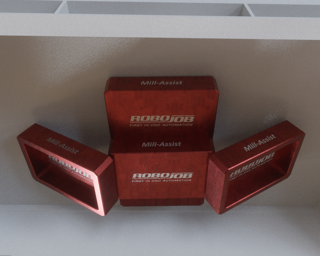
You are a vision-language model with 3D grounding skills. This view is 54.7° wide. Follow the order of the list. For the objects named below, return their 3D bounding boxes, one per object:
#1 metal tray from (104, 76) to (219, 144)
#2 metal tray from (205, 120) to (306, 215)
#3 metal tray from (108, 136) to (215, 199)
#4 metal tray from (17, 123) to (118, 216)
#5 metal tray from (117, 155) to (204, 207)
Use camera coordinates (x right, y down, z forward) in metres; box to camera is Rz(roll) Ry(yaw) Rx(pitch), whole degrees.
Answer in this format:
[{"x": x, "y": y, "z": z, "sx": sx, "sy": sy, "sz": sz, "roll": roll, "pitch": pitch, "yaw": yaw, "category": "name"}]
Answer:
[{"x": 0.002, "y": -0.018, "z": 0.387, "sx": 0.131, "sy": 0.030, "sz": 0.089, "roll": -1, "pitch": 130, "yaw": 0, "category": "metal tray"}, {"x": 0.123, "y": 0.051, "z": 0.407, "sx": 0.131, "sy": 0.030, "sz": 0.089, "roll": -21, "pitch": 134, "yaw": -21, "category": "metal tray"}, {"x": 0.003, "y": 0.054, "z": 0.410, "sx": 0.131, "sy": 0.030, "sz": 0.089, "roll": -1, "pitch": 130, "yaw": 0, "category": "metal tray"}, {"x": -0.120, "y": 0.055, "z": 0.409, "sx": 0.130, "sy": 0.030, "sz": 0.089, "roll": 21, "pitch": 135, "yaw": 21, "category": "metal tray"}, {"x": 0.003, "y": 0.080, "z": 0.470, "sx": 0.131, "sy": 0.030, "sz": 0.089, "roll": -1, "pitch": 130, "yaw": 0, "category": "metal tray"}]
